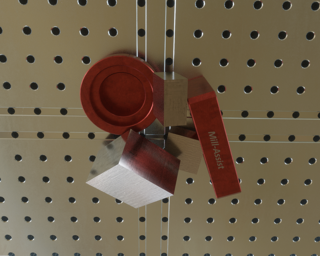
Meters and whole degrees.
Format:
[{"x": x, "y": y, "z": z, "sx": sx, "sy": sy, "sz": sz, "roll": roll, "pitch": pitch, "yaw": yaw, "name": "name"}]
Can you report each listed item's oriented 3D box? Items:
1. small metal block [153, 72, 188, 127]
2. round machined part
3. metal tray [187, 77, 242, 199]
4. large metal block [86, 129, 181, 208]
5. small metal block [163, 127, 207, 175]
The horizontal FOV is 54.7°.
[{"x": 0.010, "y": -0.034, "z": 0.344, "sx": 0.025, "sy": 0.050, "sz": 0.050, "roll": -5, "pitch": 109, "yaw": -14, "name": "small metal block"}, {"x": -0.046, "y": -0.044, "z": 0.387, "sx": 0.099, "sy": 0.042, "sz": 0.097, "roll": 0, "pitch": 110, "yaw": -1, "name": "round machined part"}, {"x": 0.062, "y": 0.009, "z": 0.383, "sx": 0.030, "sy": 0.090, "sz": 0.129, "roll": -17, "pitch": 110, "yaw": 6, "name": "metal tray"}, {"x": -0.034, "y": 0.056, "z": 0.396, "sx": 0.080, "sy": 0.050, "sz": 0.080, "roll": 34, "pitch": 139, "yaw": -23, "name": "large metal block"}, {"x": 0.033, "y": 0.030, "z": 0.419, "sx": 0.050, "sy": 0.025, "sz": 0.050, "roll": 15, "pitch": 114, "yaw": 5, "name": "small metal block"}]
